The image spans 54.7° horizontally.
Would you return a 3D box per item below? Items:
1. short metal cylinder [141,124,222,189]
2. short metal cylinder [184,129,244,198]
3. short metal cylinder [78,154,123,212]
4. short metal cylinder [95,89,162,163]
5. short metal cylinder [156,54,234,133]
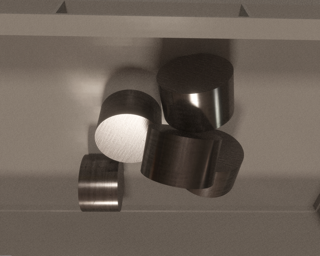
[{"bbox_3d":[0.023,0.028,0.336,0.081,0.080,0.050,9,98,-8],"label":"short metal cylinder"},{"bbox_3d":[0.065,0.045,0.413,0.081,0.080,0.050,4,130,-4],"label":"short metal cylinder"},{"bbox_3d":[-0.081,0.077,0.438,0.050,0.080,0.079,0,130,-1],"label":"short metal cylinder"},{"bbox_3d":[-0.038,-0.001,0.391,0.081,0.050,0.079,0,130,0],"label":"short metal cylinder"},{"bbox_3d":[0.040,-0.040,0.340,0.080,0.080,0.050,-7,130,6],"label":"short metal cylinder"}]
